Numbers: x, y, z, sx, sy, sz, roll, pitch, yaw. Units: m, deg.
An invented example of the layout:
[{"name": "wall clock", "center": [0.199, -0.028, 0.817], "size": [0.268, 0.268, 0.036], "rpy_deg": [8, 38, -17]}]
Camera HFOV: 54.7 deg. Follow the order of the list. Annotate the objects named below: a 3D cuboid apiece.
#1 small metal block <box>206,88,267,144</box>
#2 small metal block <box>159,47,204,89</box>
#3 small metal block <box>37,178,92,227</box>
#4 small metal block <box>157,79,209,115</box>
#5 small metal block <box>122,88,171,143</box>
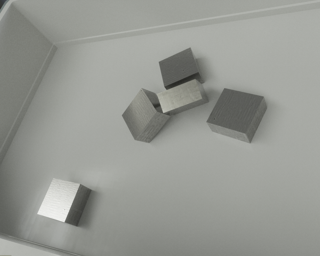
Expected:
[{"name": "small metal block", "center": [0.091, -0.015, 0.367], "size": [0.050, 0.025, 0.050], "rpy_deg": [19, 72, 35]}, {"name": "small metal block", "center": [0.030, -0.079, 0.439], "size": [0.050, 0.025, 0.050], "rpy_deg": [-22, 54, 15]}, {"name": "small metal block", "center": [-0.127, 0.098, 0.412], "size": [0.050, 0.025, 0.050], "rpy_deg": [4, 64, 30]}, {"name": "small metal block", "center": [0.030, -0.038, 0.393], "size": [0.050, 0.050, 0.025], "rpy_deg": [-20, 84, 16]}, {"name": "small metal block", "center": [-0.020, -0.016, 0.415], "size": [0.050, 0.025, 0.050], "rpy_deg": [-51, 48, 23]}]
